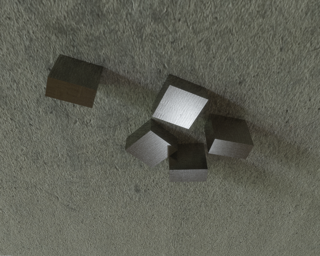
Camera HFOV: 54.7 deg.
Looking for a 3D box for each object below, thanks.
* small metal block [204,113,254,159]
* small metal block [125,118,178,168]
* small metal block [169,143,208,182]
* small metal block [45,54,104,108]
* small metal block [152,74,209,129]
[{"bbox_3d":[0.087,0.010,0.400,0.050,0.050,0.025,10,129,-9],"label":"small metal block"},{"bbox_3d":[-0.012,0.022,0.426,0.050,0.025,0.050,37,121,-27],"label":"small metal block"},{"bbox_3d":[0.038,0.048,0.432,0.050,0.050,0.025,-1,130,0],"label":"small metal block"},{"bbox_3d":[-0.094,-0.053,0.345,0.050,0.050,0.025,15,129,-12],"label":"small metal block"},{"bbox_3d":[0.024,-0.032,0.380,0.050,0.025,0.050,19,128,-16],"label":"small metal block"}]
